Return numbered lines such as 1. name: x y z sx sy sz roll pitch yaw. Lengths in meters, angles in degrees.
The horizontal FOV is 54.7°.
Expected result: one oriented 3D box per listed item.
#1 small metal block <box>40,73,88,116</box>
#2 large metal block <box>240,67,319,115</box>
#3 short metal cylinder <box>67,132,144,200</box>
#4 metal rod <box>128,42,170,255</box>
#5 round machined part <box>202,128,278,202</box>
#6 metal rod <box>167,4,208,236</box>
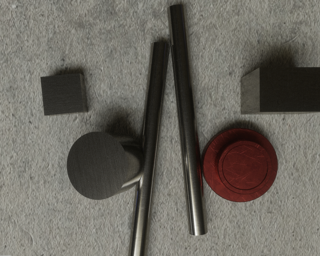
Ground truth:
1. small metal block: -0.125 -0.043 0.408 0.050 0.025 0.050 -6 90 -1
2. large metal block: 0.151 -0.043 0.385 0.081 0.080 0.050 0 90 -1
3. short metal cylinder: -0.067 0.045 0.385 0.080 0.050 0.080 -1 88 18
4. metal rod: -0.015 0.038 0.409 0.025 0.025 0.298 6 90 -1
5. round machined part: 0.105 0.048 0.403 0.099 0.042 0.097 0 90 -1
6. metal rod: 0.036 -0.010 0.410 0.025 0.025 0.298 -6 90 -1
